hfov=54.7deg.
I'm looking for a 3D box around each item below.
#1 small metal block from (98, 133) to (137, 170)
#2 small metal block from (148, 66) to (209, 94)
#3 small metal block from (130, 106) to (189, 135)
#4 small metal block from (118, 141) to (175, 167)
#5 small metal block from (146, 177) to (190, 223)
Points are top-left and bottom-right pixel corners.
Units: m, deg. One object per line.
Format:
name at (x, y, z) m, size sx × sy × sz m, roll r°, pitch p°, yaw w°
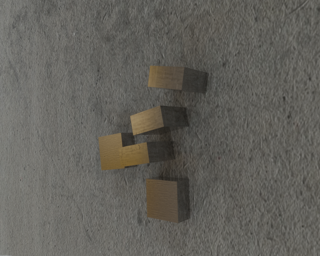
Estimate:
small metal block at (-0.063, 0.035, 0.457) m, size 0.050 × 0.025 × 0.050 m, roll -11°, pitch 83°, yaw 39°
small metal block at (0.022, -0.058, 0.370) m, size 0.050 × 0.050 × 0.025 m, roll 12°, pitch 98°, yaw 39°
small metal block at (0.000, -0.008, 0.389) m, size 0.050 × 0.050 × 0.025 m, roll -16°, pitch 80°, yaw 39°
small metal block at (-0.017, 0.033, 0.403) m, size 0.050 × 0.050 × 0.025 m, roll -13°, pitch 82°, yaw 39°
small metal block at (0.010, 0.090, 0.397) m, size 0.050 × 0.025 × 0.050 m, roll -3°, pitch 88°, yaw 40°
